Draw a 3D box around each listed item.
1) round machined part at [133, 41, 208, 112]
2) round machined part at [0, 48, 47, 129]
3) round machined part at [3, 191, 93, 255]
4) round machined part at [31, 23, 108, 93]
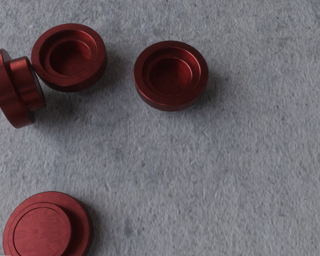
[{"bbox_3d":[0.014,-0.067,0.424,0.099,0.042,0.098,0,70,-1],"label":"round machined part"},{"bbox_3d":[-0.175,-0.052,0.386,0.042,0.098,0.098,-21,72,-13],"label":"round machined part"},{"bbox_3d":[-0.130,0.121,0.353,0.099,0.042,0.098,0,70,-1],"label":"round machined part"},{"bbox_3d":[-0.122,-0.093,0.431,0.099,0.042,0.098,0,70,-1],"label":"round machined part"}]
